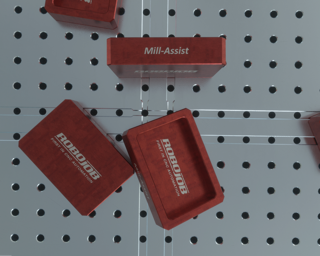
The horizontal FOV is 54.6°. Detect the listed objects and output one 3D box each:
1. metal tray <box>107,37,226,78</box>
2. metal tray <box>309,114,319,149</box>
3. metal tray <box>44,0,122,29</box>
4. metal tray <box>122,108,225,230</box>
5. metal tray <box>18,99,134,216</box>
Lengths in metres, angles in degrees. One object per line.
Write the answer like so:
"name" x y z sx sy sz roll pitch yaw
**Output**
"metal tray" 0.007 -0.084 0.380 0.131 0.090 0.030 0 90 0
"metal tray" 0.280 0.005 0.412 0.131 0.030 0.090 -22 90 0
"metal tray" -0.093 -0.205 0.410 0.090 0.030 0.129 9 90 0
"metal tray" 0.017 0.050 0.396 0.091 0.030 0.129 -21 90 -21
"metal tray" -0.107 0.038 0.410 0.090 0.030 0.130 -42 90 0
